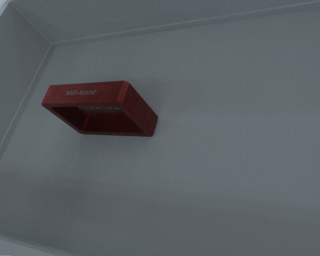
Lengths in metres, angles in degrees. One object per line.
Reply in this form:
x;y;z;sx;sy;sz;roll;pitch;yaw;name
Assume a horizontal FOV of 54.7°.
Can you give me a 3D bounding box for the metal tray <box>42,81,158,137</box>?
-0.080;-0.023;0.418;0.130;0.090;0.030;1;63;28;metal tray
